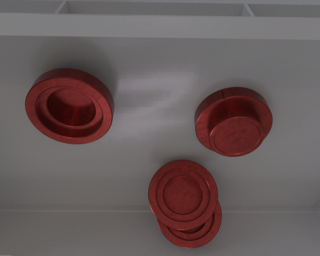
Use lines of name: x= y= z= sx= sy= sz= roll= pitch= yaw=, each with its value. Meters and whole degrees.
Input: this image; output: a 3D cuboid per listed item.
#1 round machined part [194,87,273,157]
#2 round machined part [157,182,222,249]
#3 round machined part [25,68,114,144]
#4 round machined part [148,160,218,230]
round machined part: x=0.095 y=-0.001 z=0.398 sx=0.099 sy=0.042 sz=0.097 roll=0 pitch=130 yaw=0
round machined part: x=0.045 y=0.137 z=0.487 sx=0.099 sy=0.098 sz=0.042 roll=-1 pitch=161 yaw=1
round machined part: x=-0.104 y=-0.029 z=0.372 sx=0.099 sy=0.042 sz=0.097 roll=0 pitch=130 yaw=0
round machined part: x=0.033 y=0.099 z=0.456 sx=0.099 sy=0.098 sz=0.042 roll=-2 pitch=162 yaw=1
